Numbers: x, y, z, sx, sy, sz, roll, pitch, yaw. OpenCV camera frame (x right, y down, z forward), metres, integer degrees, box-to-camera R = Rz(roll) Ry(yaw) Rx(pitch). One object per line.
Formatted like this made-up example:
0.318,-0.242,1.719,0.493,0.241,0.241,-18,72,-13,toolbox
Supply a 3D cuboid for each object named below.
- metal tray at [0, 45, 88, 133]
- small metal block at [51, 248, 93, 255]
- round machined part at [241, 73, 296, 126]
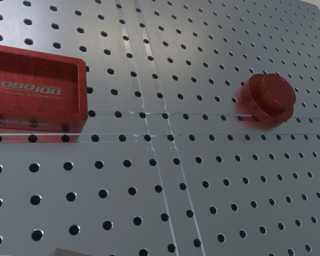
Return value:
-0.151,-0.045,0.350,0.131,0.030,0.090,5,60,-26,metal tray
-0.078,0.142,0.280,0.050,0.025,0.050,21,54,-16,small metal block
0.194,-0.055,0.536,0.099,0.042,0.098,14,56,-21,round machined part
